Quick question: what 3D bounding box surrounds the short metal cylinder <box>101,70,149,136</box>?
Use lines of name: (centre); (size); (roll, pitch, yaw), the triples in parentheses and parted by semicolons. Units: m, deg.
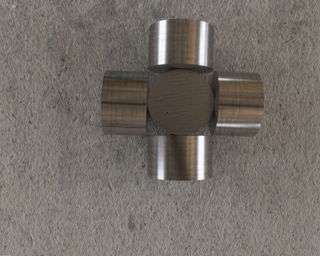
short metal cylinder: (-0.040, -0.030, 0.383); (0.050, 0.080, 0.079); (2, 90, 0)

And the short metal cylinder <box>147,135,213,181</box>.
short metal cylinder: (0.025, 0.034, 0.384); (0.081, 0.080, 0.050); (0, 90, -1)

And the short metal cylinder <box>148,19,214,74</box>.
short metal cylinder: (0.026, -0.097, 0.383); (0.081, 0.080, 0.050); (2, 91, -1)

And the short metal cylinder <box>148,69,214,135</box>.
short metal cylinder: (0.025, -0.031, 0.399); (0.081, 0.050, 0.079); (0, 90, -1)

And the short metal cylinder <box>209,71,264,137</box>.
short metal cylinder: (0.091, -0.030, 0.385); (0.050, 0.080, 0.079); (2, 90, 0)
